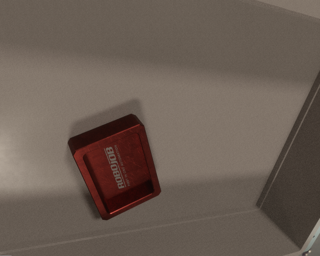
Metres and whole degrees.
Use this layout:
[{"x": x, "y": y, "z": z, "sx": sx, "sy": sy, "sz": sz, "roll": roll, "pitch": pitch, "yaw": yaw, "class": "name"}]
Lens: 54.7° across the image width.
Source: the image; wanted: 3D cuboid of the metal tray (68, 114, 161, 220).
[{"x": -0.055, "y": 0.055, "z": 0.410, "sx": 0.091, "sy": 0.030, "sz": 0.129, "roll": -23, "pitch": 127, "yaw": -15, "class": "metal tray"}]
